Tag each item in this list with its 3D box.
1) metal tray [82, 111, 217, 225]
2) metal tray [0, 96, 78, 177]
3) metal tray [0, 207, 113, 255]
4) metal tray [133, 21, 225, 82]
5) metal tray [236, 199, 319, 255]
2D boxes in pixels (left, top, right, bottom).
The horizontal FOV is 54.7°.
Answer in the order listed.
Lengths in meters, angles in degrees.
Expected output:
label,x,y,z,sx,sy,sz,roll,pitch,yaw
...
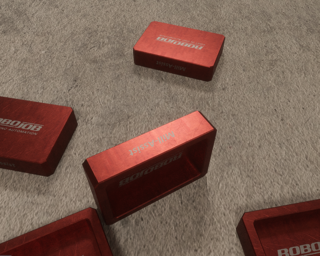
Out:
label,x,y,z,sx,sy,sz,roll,pitch,yaw
metal tray,-0.007,0.043,0.324,0.131,0.089,0.030,-24,54,-19
metal tray,-0.184,0.006,0.392,0.131,0.030,0.090,9,50,7
metal tray,-0.106,0.139,0.281,0.131,0.030,0.090,-20,53,-16
metal tray,0.032,-0.129,0.509,0.131,0.030,0.090,16,52,12
metal tray,0.152,0.119,0.301,0.131,0.030,0.090,-8,51,-7
